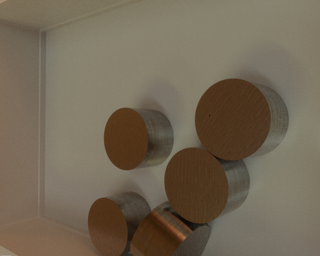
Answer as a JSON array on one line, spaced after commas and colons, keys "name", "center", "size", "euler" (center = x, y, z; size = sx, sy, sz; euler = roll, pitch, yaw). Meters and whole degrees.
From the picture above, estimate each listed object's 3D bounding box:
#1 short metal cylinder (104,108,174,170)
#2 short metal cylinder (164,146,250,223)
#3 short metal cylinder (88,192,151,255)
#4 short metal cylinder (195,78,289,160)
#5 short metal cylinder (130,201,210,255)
[{"name": "short metal cylinder", "center": [-0.029, 0.014, 0.412], "size": [0.080, 0.050, 0.079], "euler": [0, 90, 39]}, {"name": "short metal cylinder", "center": [0.052, 0.060, 0.346], "size": [0.080, 0.050, 0.079], "euler": [0, 90, 39]}, {"name": "short metal cylinder", "center": [-0.056, 0.133, 0.434], "size": [0.080, 0.050, 0.079], "euler": [0, 90, 39]}, {"name": "short metal cylinder", "center": [0.084, -0.008, 0.320], "size": [0.080, 0.050, 0.079], "euler": [0, 90, 39]}, {"name": "short metal cylinder", "center": [0.013, 0.132, 0.359], "size": [0.050, 0.081, 0.079], "euler": [31, 109, 35]}]
